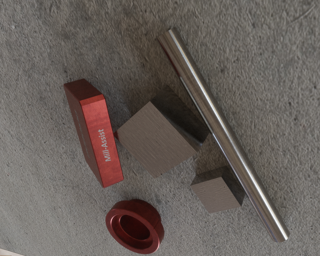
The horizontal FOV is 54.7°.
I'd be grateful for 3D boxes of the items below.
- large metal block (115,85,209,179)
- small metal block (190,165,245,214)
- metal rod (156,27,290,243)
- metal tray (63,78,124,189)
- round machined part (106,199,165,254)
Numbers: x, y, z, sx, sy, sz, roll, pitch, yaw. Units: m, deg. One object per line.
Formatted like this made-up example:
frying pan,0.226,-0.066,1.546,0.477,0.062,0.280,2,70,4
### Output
large metal block,0.001,0.006,0.394,0.080,0.050,0.080,48,129,-6
small metal block,0.078,0.084,0.418,0.050,0.025,0.050,-25,105,37
metal rod,0.083,0.019,0.374,0.025,0.025,0.299,-22,107,36
metal tray,-0.091,0.006,0.424,0.090,0.030,0.129,37,142,53
round machined part,-0.037,0.157,0.513,0.098,0.042,0.097,13,124,21
